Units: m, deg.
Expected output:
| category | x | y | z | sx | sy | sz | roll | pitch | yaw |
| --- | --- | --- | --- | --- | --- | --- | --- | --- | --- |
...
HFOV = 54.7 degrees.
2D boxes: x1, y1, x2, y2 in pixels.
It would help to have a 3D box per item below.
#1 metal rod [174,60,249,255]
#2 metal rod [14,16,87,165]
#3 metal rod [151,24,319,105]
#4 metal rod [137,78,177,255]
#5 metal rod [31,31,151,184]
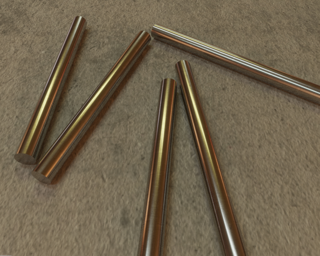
| category | x | y | z | sx | sy | sz | roll | pitch | yaw |
| --- | --- | --- | --- | --- | --- | --- | --- | --- | --- |
| metal rod | 0.055 | 0.018 | 0.388 | 0.025 | 0.025 | 0.300 | -6 | 50 | -5 |
| metal rod | -0.153 | -0.077 | 0.466 | 0.025 | 0.025 | 0.300 | 3 | 50 | 2 |
| metal rod | 0.116 | -0.107 | 0.494 | 0.301 | 0.025 | 0.025 | 28 | 55 | 21 |
| metal rod | -0.001 | 0.050 | 0.360 | 0.025 | 0.025 | 0.300 | 4 | 50 | 3 |
| metal rod | -0.081 | -0.050 | 0.443 | 0.025 | 0.025 | 0.301 | 17 | 52 | 13 |
